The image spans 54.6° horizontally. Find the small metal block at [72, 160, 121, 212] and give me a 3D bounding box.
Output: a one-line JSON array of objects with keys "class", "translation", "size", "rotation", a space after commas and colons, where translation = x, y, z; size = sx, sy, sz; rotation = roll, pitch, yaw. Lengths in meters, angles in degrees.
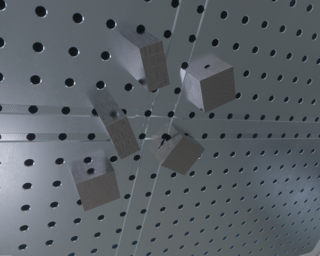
[{"class": "small metal block", "translation": [-0.084, 0.076, 0.412], "size": [0.050, 0.025, 0.050], "rotation": [-18, 126, -18]}]

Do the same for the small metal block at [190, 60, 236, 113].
[{"class": "small metal block", "translation": [0.072, -0.055, 0.415], "size": [0.050, 0.025, 0.050], "rotation": [-25, 128, -13]}]

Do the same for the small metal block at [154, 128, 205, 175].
[{"class": "small metal block", "translation": [0.028, 0.035, 0.448], "size": [0.050, 0.025, 0.050], "rotation": [29, 103, -38]}]

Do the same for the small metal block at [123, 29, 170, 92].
[{"class": "small metal block", "translation": [-0.015, -0.075, 0.340], "size": [0.025, 0.050, 0.050], "rotation": [-23, 127, -14]}]

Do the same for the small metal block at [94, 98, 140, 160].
[{"class": "small metal block", "translation": [-0.051, 0.000, 0.367], "size": [0.025, 0.050, 0.050], "rotation": [-27, 128, -11]}]
